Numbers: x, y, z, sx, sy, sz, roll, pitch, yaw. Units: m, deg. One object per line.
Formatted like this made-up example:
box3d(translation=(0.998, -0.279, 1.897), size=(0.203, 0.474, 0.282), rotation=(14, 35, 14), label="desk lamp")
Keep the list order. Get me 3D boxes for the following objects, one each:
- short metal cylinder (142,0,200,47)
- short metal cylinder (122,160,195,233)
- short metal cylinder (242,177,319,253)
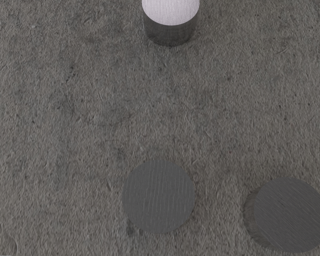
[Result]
box3d(translation=(0.015, -0.168, 0.456), size=(0.081, 0.050, 0.080), rotation=(0, 70, 0), label="short metal cylinder")
box3d(translation=(-0.002, 0.082, 0.365), size=(0.081, 0.050, 0.080), rotation=(0, 70, 0), label="short metal cylinder")
box3d(translation=(0.142, 0.101, 0.359), size=(0.081, 0.050, 0.080), rotation=(0, 70, 0), label="short metal cylinder")
